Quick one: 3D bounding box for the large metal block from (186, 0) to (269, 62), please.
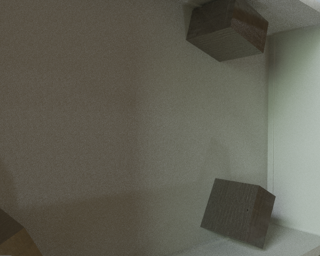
[{"bbox_3d":[0.099,-0.143,0.456,0.080,0.080,0.050,20,77,-39],"label":"large metal block"}]

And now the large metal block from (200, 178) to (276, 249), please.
[{"bbox_3d":[0.119,0.128,0.474,0.050,0.080,0.080,33,69,-36],"label":"large metal block"}]

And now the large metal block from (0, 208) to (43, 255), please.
[{"bbox_3d":[-0.146,0.116,0.249,0.081,0.080,0.050,-35,112,-35],"label":"large metal block"}]
